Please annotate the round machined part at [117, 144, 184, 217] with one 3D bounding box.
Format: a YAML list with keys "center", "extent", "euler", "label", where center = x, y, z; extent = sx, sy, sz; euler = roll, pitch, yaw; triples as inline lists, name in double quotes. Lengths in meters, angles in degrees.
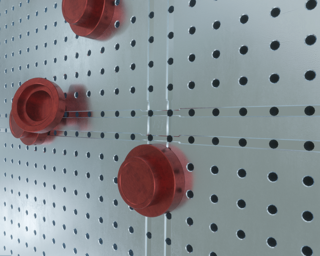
- center: [-0.019, 0.070, 0.415]
  extent: [0.098, 0.042, 0.097]
  euler: [0, 90, 40]
  label: "round machined part"

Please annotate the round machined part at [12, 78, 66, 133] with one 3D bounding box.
- center: [-0.213, -0.038, 0.561]
  extent: [0.098, 0.042, 0.098]
  euler: [-2, 82, 16]
  label: "round machined part"

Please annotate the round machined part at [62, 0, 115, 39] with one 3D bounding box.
- center: [-0.122, -0.198, 0.500]
  extent: [0.098, 0.042, 0.097]
  euler: [0, 90, 40]
  label: "round machined part"

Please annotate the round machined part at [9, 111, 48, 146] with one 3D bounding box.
- center: [-0.266, -0.014, 0.620]
  extent: [0.098, 0.042, 0.097]
  euler: [0, 90, 40]
  label: "round machined part"
